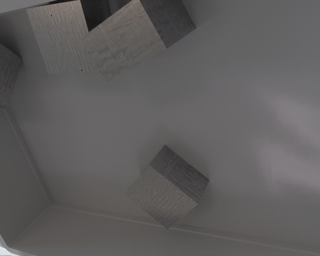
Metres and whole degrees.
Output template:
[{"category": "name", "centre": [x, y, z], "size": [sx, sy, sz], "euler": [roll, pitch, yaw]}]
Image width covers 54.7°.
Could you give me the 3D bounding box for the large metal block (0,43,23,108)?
[{"category": "large metal block", "centre": [-0.260, -0.077, 0.449], "size": [0.080, 0.080, 0.050], "euler": [5, 165, 18]}]

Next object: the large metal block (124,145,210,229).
[{"category": "large metal block", "centre": [0.009, 0.085, 0.440], "size": [0.080, 0.050, 0.080], "euler": [39, 129, 2]}]

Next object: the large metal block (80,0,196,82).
[{"category": "large metal block", "centre": [-0.020, -0.099, 0.323], "size": [0.080, 0.080, 0.050], "euler": [-21, 107, 36]}]

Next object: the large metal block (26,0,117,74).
[{"category": "large metal block", "centre": [-0.102, -0.113, 0.377], "size": [0.080, 0.050, 0.079], "euler": [3, 120, 26]}]
